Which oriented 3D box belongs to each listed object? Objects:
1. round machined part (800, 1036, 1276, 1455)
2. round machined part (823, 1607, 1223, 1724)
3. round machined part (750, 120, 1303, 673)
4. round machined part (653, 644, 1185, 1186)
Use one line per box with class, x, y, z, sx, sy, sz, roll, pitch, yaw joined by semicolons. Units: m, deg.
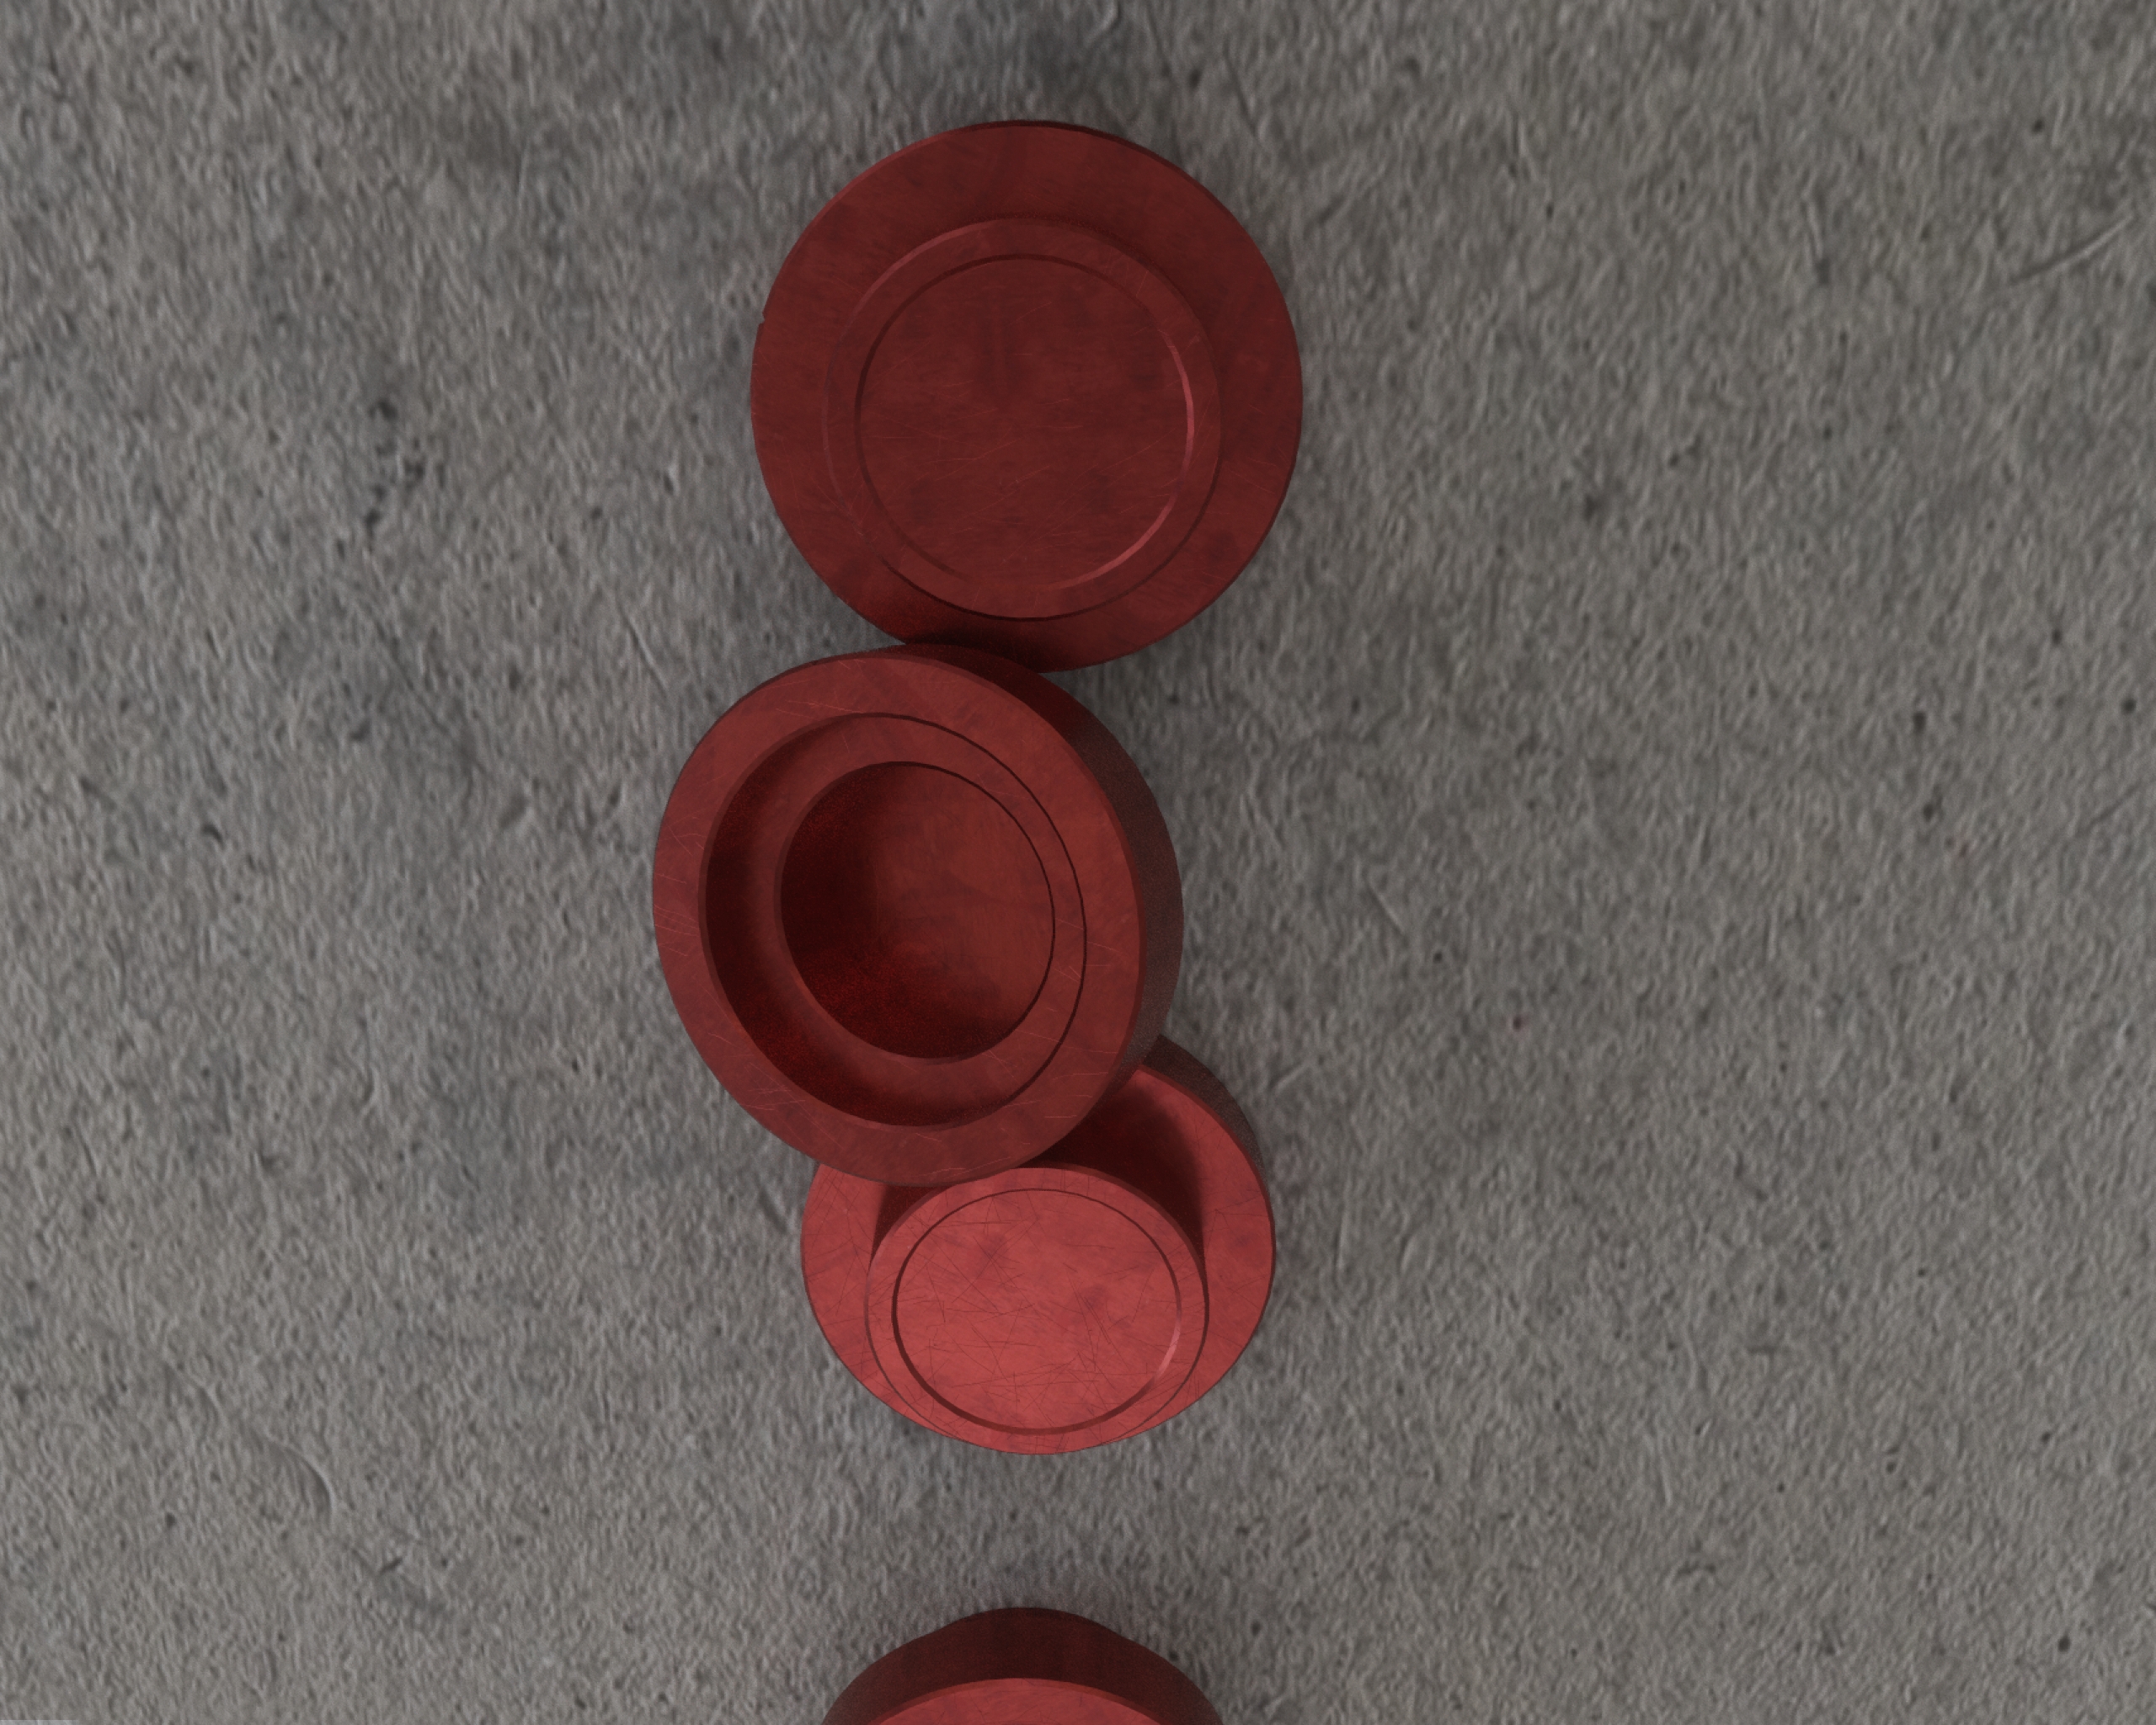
round machined part;-0.008;0.082;0.431;0.099;0.042;0.097;0;110;0
round machined part;-0.013;0.212;0.479;0.099;0.042;0.097;0;110;0
round machined part;-0.009;-0.080;0.371;0.099;0.042;0.097;0;110;0
round machined part;-0.026;0.007;0.391;0.098;0.042;0.097;4;101;21
